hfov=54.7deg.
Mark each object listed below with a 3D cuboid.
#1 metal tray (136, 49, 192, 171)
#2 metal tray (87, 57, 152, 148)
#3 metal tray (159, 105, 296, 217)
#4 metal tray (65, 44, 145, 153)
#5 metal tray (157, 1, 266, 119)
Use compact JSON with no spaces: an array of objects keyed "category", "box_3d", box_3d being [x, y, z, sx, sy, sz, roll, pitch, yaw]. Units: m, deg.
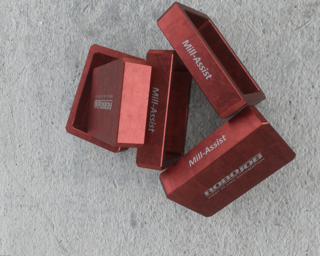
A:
[{"category":"metal tray","box_3d":[0.009,-0.020,0.372,0.030,0.090,0.129,7,93,20]},{"category":"metal tray","box_3d":[-0.053,-0.030,0.368,0.130,0.030,0.089,11,95,64]},{"category":"metal tray","box_3d":[0.076,0.043,0.348,0.130,0.090,0.030,-40,43,15]},{"category":"metal tray","box_3d":[-0.070,-0.041,0.431,0.090,0.030,0.129,21,97,18]},{"category":"metal tray","box_3d":[0.061,-0.076,0.351,0.030,0.091,0.130,-38,78,30]}]
